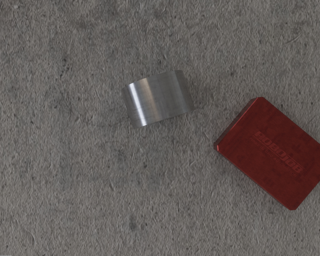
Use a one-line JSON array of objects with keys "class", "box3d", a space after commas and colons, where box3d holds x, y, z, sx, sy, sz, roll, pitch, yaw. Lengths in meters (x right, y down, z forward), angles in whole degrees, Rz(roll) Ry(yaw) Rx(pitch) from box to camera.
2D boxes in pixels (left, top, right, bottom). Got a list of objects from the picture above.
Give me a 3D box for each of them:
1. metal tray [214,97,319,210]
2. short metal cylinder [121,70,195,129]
[{"class": "metal tray", "box3d": [0.149, 0.033, 0.409, 0.130, 0.030, 0.090, 40, 90, 0]}, {"class": "short metal cylinder", "box3d": [-0.002, -0.034, 0.383, 0.080, 0.080, 0.050, -18, 90, 0]}]
